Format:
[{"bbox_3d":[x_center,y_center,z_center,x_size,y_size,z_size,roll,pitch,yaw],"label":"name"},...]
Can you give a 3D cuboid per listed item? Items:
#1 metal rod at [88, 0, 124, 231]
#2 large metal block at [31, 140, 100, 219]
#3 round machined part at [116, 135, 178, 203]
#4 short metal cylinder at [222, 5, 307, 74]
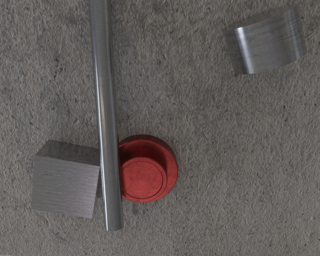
[{"bbox_3d":[-0.064,-0.020,0.374,0.025,0.025,0.298,-2,100,0],"label":"metal rod"},{"bbox_3d":[-0.122,0.069,0.421,0.081,0.050,0.079,11,110,-4],"label":"large metal block"},{"bbox_3d":[-0.024,0.062,0.423,0.099,0.042,0.097,0,110,0],"label":"round machined part"},{"bbox_3d":[0.116,-0.099,0.345,0.080,0.080,0.050,-19,109,6],"label":"short metal cylinder"}]
